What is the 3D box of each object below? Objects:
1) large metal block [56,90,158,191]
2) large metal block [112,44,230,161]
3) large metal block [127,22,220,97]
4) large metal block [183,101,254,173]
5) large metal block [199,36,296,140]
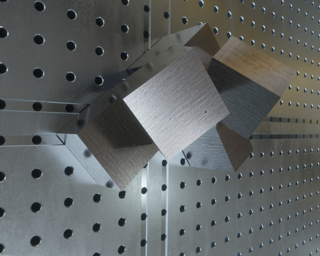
[{"bbox_3d":[-0.052,0.011,0.350,0.080,0.050,0.080,-47,118,-30],"label":"large metal block"},{"bbox_3d":[0.011,-0.028,0.318,0.080,0.050,0.080,-37,116,-6],"label":"large metal block"},{"bbox_3d":[0.020,-0.081,0.390,0.080,0.080,0.050,-49,120,-29],"label":"large metal block"},{"bbox_3d":[0.071,0.011,0.434,0.050,0.080,0.080,-41,116,-32],"label":"large metal block"},{"bbox_3d":[0.094,-0.046,0.362,0.080,0.080,0.050,34,55,11],"label":"large metal block"}]
